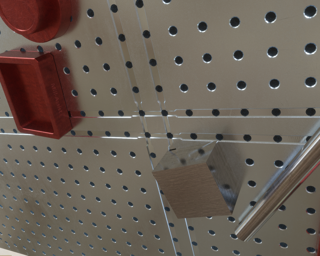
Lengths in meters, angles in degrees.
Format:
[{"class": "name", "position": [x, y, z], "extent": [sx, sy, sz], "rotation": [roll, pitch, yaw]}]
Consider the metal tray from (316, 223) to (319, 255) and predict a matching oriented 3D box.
[{"class": "metal tray", "position": [0.244, 0.169, 0.384], "extent": [0.090, 0.030, 0.129], "rotation": [6, 121, 25]}]

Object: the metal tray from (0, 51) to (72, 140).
[{"class": "metal tray", "position": [-0.194, -0.050, 0.476], "extent": [0.090, 0.030, 0.129], "rotation": [8, 122, 23]}]

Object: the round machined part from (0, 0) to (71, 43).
[{"class": "round machined part", "position": [-0.165, -0.155, 0.389], "extent": [0.098, 0.042, 0.097], "rotation": [13, 124, 20]}]

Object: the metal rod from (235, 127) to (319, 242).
[{"class": "metal rod", "position": [0.163, 0.041, 0.350], "extent": [0.025, 0.025, 0.298], "rotation": [29, 128, 9]}]

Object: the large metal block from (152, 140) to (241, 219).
[{"class": "large metal block", "position": [0.049, 0.070, 0.412], "extent": [0.080, 0.050, 0.080], "rotation": [-16, 111, 34]}]
